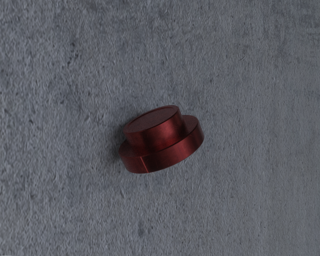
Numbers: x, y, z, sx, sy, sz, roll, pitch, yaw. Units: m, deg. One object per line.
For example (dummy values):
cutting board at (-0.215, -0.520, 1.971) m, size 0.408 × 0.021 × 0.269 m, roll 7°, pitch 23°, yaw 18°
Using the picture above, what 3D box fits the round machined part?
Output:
round machined part at (-0.003, 0.007, 0.354) m, size 0.099 × 0.098 × 0.042 m, roll -36°, pitch 112°, yaw -34°
